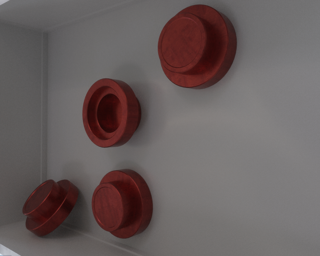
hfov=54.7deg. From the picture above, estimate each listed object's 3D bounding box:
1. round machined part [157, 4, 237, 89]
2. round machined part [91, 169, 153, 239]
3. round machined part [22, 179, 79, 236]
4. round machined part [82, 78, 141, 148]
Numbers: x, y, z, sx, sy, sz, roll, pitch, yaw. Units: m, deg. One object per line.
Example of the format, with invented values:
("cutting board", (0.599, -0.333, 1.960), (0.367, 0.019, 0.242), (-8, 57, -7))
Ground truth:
("round machined part", (0.036, -0.096, 0.366), (0.098, 0.042, 0.097), (0, 90, 40))
("round machined part", (-0.061, 0.110, 0.446), (0.098, 0.042, 0.097), (0, 90, 40))
("round machined part", (-0.187, 0.125, 0.515), (0.098, 0.042, 0.098), (-31, 29, 19))
("round machined part", (-0.066, -0.021, 0.450), (0.098, 0.042, 0.097), (0, 90, 40))
